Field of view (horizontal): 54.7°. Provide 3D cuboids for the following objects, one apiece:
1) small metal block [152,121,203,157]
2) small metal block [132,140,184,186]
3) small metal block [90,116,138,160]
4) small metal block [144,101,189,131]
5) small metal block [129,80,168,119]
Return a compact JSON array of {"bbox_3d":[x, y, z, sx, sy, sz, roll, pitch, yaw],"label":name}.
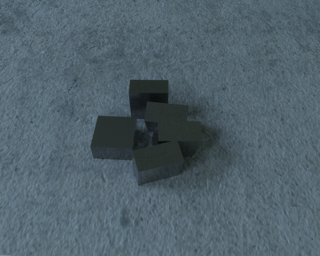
[{"bbox_3d":[0.019,0.014,0.369,0.050,0.050,0.025,0,64,-9],"label":"small metal block"},{"bbox_3d":[-0.003,0.040,0.350,0.050,0.050,0.025,-13,65,-11],"label":"small metal block"},{"bbox_3d":[-0.056,0.012,0.392,0.050,0.025,0.050,3,50,2],"label":"small metal block"},{"bbox_3d":[0.009,-0.011,0.393,0.050,0.050,0.025,6,76,5],"label":"small metal block"},{"bbox_3d":[-0.014,-0.038,0.419,0.050,0.050,0.025,0,50,0],"label":"small metal block"}]
